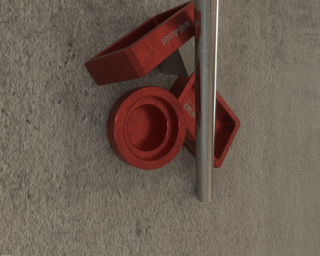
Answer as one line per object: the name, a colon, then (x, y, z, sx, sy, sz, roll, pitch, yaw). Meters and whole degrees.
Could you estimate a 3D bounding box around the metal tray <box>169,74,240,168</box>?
metal tray: (0.061, -0.013, 0.457, 0.130, 0.030, 0.090, 45, 63, -31)

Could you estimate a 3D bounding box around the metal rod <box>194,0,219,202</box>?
metal rod: (0.056, -0.021, 0.386, 0.025, 0.025, 0.298, -33, 132, -35)

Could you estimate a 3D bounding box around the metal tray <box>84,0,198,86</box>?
metal tray: (-0.012, -0.099, 0.354, 0.131, 0.090, 0.030, -45, 118, -31)

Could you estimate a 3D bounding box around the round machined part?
round machined part: (-0.020, -0.001, 0.376, 0.099, 0.042, 0.097, -3, 95, -34)

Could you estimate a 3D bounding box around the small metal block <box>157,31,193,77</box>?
small metal block: (0.017, -0.096, 0.399, 0.025, 0.050, 0.050, -49, 134, -26)
